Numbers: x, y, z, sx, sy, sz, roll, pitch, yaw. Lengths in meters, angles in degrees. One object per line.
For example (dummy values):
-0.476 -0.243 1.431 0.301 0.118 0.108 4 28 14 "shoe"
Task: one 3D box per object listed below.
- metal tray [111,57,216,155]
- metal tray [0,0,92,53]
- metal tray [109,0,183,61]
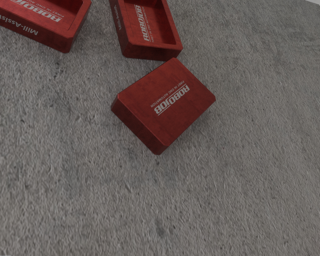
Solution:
0.009 -0.035 0.426 0.090 0.030 0.131 46 51 3 "metal tray"
-0.167 -0.163 0.409 0.131 0.030 0.090 22 53 -15 "metal tray"
-0.024 -0.168 0.489 0.091 0.030 0.130 -1 62 -29 "metal tray"
